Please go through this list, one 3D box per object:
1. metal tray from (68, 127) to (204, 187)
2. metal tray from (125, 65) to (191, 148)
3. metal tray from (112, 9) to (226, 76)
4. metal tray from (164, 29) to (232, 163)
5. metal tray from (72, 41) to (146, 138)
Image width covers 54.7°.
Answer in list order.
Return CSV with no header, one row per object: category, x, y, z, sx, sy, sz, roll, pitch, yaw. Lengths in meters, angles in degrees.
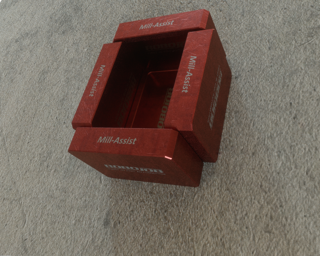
metal tray,-0.026,0.034,0.355,0.130,0.090,0.030,1,63,28
metal tray,0.008,-0.023,0.411,0.090,0.030,0.130,1,62,28
metal tray,0.014,-0.107,0.420,0.130,0.090,0.030,1,63,28
metal tray,0.050,-0.036,0.358,0.030,0.090,0.130,1,62,28
metal tray,-0.058,-0.038,0.415,0.030,0.090,0.130,1,62,28
